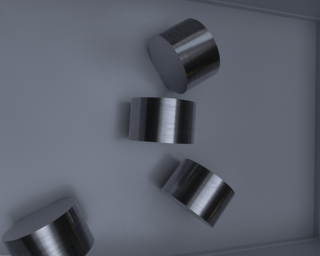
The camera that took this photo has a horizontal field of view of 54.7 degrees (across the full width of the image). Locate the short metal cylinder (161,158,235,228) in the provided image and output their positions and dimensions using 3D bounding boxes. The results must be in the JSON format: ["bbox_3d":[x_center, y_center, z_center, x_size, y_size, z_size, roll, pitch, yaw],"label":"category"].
[{"bbox_3d":[0.048,0.083,0.399,0.080,0.080,0.050,41,77,-16],"label":"short metal cylinder"}]

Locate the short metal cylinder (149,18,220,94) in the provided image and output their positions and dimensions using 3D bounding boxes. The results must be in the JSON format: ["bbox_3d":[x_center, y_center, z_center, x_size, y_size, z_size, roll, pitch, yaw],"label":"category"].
[{"bbox_3d":[0.030,-0.090,0.392,0.050,0.080,0.080,-32,101,-17],"label":"short metal cylinder"}]

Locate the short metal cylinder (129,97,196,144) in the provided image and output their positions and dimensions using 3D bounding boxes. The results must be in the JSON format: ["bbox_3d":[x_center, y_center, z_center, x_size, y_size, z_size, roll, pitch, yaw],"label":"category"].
[{"bbox_3d":[0.003,-0.008,0.382,0.081,0.080,0.050,4,89,-20],"label":"short metal cylinder"}]

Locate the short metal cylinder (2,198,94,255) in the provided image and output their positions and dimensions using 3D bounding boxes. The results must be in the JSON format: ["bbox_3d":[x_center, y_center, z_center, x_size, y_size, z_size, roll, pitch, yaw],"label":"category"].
[{"bbox_3d":[-0.120,0.119,0.337,0.081,0.080,0.050,-26,99,-18],"label":"short metal cylinder"}]
